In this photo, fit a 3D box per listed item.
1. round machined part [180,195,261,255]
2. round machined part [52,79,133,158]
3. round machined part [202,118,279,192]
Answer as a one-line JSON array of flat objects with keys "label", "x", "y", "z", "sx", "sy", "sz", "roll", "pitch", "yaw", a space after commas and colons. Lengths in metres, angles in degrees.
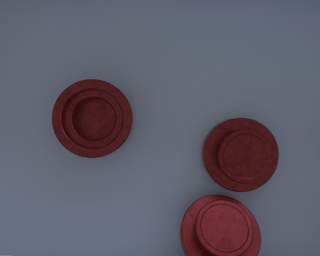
[{"label": "round machined part", "x": 0.075, "y": 0.128, "z": 0.381, "sx": 0.099, "sy": 0.042, "sz": 0.098, "roll": 1, "pitch": 56, "yaw": -2}, {"label": "round machined part", "x": -0.084, "y": -0.012, "z": 0.402, "sx": 0.099, "sy": 0.042, "sz": 0.097, "roll": 0, "pitch": 90, "yaw": -1}, {"label": "round machined part", "x": 0.107, "y": 0.035, "z": 0.404, "sx": 0.099, "sy": 0.042, "sz": 0.097, "roll": 0, "pitch": 90, "yaw": -1}]
